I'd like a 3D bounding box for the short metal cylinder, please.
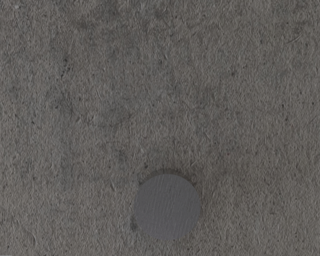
[{"bbox_3d":[0.009,0.095,0.398,0.080,0.050,0.080,0,90,0],"label":"short metal cylinder"}]
